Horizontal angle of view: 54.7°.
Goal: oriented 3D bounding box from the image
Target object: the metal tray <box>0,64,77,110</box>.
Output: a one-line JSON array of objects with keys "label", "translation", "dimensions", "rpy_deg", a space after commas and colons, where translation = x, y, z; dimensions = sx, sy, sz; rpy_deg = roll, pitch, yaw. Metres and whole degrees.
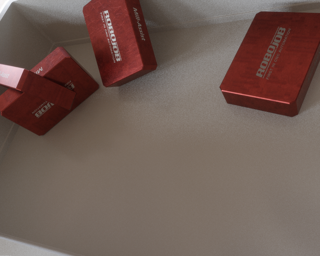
[{"label": "metal tray", "translation": [-0.206, -0.067, 0.490], "dimensions": [0.130, 0.090, 0.030], "rpy_deg": [16, 84, 40]}]

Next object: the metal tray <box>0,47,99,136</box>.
[{"label": "metal tray", "translation": [-0.172, -0.054, 0.485], "dimensions": [0.130, 0.090, 0.030], "rpy_deg": [-40, 58, 0]}]

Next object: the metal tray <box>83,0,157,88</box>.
[{"label": "metal tray", "translation": [-0.062, -0.135, 0.458], "dimensions": [0.090, 0.030, 0.129], "rpy_deg": [-16, 89, 40]}]

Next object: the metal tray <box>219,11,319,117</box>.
[{"label": "metal tray", "translation": [0.141, -0.083, 0.379], "dimensions": [0.090, 0.030, 0.130], "rpy_deg": [17, 70, 34]}]
